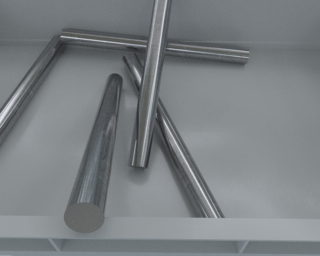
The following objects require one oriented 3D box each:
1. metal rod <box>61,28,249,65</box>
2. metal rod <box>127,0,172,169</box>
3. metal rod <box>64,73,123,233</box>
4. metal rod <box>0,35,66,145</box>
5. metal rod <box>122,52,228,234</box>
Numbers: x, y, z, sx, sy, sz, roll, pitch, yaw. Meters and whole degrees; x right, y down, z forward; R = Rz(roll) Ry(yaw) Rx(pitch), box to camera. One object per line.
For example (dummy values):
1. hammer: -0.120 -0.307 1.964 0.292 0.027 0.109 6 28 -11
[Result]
1. metal rod: -0.008 -0.133 0.505 0.302 0.025 0.025 7 50 1
2. metal rod: -0.007 -0.097 0.406 0.025 0.025 0.299 7 75 5
3. metal rod: -0.058 -0.007 0.330 0.025 0.025 0.300 -3 25 -3
4. metal rod: -0.200 -0.034 0.431 0.025 0.025 0.300 9 50 7
5. metal rod: 0.005 -0.004 0.408 0.025 0.025 0.300 -16 52 -13
